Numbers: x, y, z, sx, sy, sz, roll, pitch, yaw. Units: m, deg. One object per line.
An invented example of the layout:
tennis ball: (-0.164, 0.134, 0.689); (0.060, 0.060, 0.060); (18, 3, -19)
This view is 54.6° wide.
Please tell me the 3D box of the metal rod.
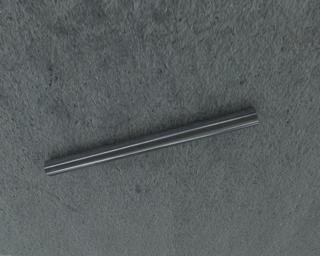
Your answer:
metal rod: (-0.020, 0.022, 0.425); (0.301, 0.025, 0.025); (-15, 129, 12)
